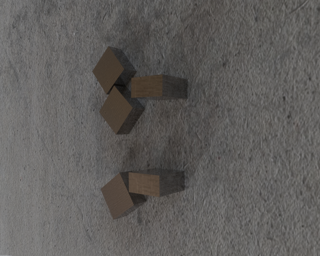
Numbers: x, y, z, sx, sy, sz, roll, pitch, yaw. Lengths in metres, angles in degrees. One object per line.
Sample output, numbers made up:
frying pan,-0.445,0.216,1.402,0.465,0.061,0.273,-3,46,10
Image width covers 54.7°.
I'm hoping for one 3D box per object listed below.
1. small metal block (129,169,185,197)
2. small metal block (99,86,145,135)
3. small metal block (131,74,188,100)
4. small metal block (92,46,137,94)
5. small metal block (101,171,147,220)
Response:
small metal block,-0.004,0.068,0.392,0.050,0.050,0.025,-1,90,40
small metal block,-0.056,-0.026,0.451,0.050,0.025,0.050,49,119,28
small metal block,0.000,-0.050,0.389,0.050,0.050,0.025,2,91,40
small metal block,-0.069,-0.084,0.462,0.050,0.025,0.050,-49,61,29
small metal block,-0.054,0.097,0.450,0.050,0.025,0.050,-42,65,32
